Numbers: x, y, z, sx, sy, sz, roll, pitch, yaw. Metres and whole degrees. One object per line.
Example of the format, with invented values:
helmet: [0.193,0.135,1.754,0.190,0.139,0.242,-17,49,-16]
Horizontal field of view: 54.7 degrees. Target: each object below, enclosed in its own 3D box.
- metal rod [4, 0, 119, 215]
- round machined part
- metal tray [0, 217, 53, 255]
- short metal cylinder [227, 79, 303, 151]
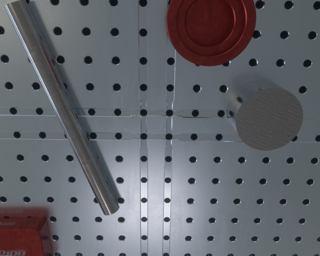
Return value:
metal rod: [-0.120,-0.012,0.407,0.025,0.025,0.298,-18,109,6]
round machined part: [0.057,-0.124,0.359,0.099,0.042,0.097,0,110,0]
metal tray: [-0.239,0.184,0.476,0.131,0.030,0.089,-1,110,0]
short metal cylinder: [0.131,-0.018,0.395,0.081,0.050,0.079,0,110,0]
